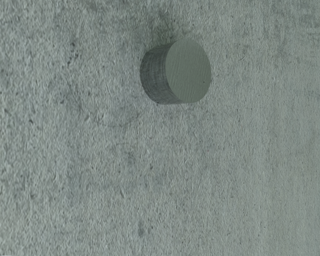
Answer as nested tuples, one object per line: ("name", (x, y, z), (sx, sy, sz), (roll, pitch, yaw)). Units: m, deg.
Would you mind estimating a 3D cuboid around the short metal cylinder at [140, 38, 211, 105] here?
("short metal cylinder", (0.021, -0.071, 0.405), (0.081, 0.050, 0.080), (0, 90, -40))
